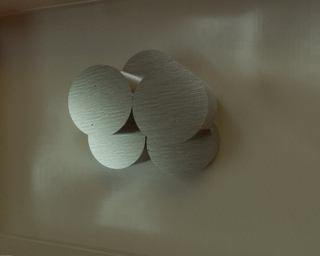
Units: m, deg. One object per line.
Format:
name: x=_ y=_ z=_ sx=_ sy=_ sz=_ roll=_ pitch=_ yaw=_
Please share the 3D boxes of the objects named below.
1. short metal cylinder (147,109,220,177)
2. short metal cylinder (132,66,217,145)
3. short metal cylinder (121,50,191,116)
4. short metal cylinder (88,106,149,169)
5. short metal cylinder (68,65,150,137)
short metal cylinder: x=0.030 y=0.017 z=0.385 sx=0.080 sy=0.050 sz=0.080 roll=0 pitch=90 yaw=20
short metal cylinder: x=0.017 y=-0.023 z=0.335 sx=0.080 sy=0.050 sz=0.080 roll=0 pitch=90 yaw=20
short metal cylinder: x=-0.005 y=-0.055 z=0.397 sx=0.080 sy=0.050 sz=0.080 roll=0 pitch=90 yaw=20
short metal cylinder: x=-0.047 y=0.011 z=0.412 sx=0.080 sy=0.050 sz=0.080 roll=0 pitch=90 yaw=20
short metal cylinder: x=-0.058 y=-0.030 z=0.363 sx=0.080 sy=0.050 sz=0.080 roll=0 pitch=90 yaw=20
